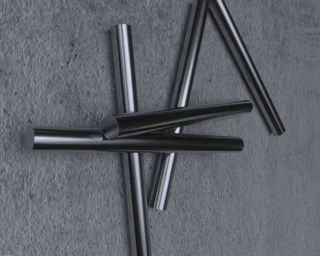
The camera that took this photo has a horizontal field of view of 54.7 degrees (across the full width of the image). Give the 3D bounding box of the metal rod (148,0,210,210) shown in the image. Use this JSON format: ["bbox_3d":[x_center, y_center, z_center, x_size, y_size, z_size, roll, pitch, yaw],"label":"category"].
[{"bbox_3d":[0.028,-0.040,0.428,0.025,0.025,0.299,21,77,-38],"label":"metal rod"}]

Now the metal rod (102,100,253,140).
[{"bbox_3d":[0.049,-0.018,0.414,0.302,0.025,0.025,-10,97,-49],"label":"metal rod"}]

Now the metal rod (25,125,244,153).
[{"bbox_3d":[0.001,0.017,0.370,0.302,0.025,0.025,4,88,-40],"label":"metal rod"}]

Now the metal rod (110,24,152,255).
[{"bbox_3d":[-0.034,0.029,0.376,0.025,0.025,0.298,-8,95,-40],"label":"metal rod"}]

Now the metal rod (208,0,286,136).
[{"bbox_3d":[0.150,-0.103,0.529,0.025,0.025,0.300,-51,120,-28],"label":"metal rod"}]
